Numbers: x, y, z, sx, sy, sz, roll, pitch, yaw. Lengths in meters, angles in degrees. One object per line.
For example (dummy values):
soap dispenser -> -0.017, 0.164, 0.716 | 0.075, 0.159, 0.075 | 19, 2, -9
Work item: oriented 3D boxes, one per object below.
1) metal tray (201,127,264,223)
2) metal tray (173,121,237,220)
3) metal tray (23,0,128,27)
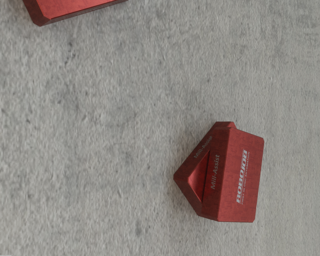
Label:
metal tray -> 0.110, 0.070, 0.457 | 0.091, 0.030, 0.129 | 16, 80, -39
metal tray -> 0.086, 0.062, 0.477 | 0.131, 0.030, 0.090 | -47, 118, -30
metal tray -> -0.088, -0.171, 0.328 | 0.131, 0.030, 0.090 | -34, 111, -35
